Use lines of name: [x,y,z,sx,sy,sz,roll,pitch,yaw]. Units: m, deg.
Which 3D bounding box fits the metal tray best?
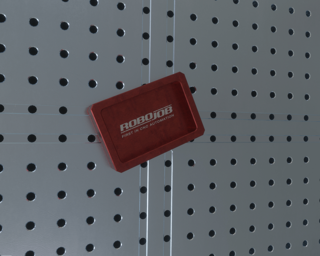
metal tray: [-0.015,-0.009,0.403,0.131,0.030,0.090,-24,98,-19]
